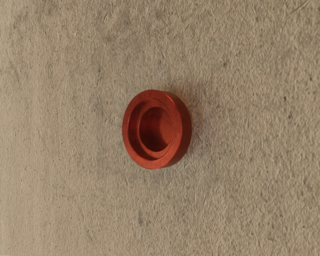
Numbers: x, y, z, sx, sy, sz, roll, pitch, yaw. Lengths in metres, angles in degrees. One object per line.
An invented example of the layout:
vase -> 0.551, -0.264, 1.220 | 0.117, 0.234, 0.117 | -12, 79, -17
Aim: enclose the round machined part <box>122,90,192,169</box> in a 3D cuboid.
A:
round machined part -> 0.000, 0.002, 0.395 | 0.098, 0.042, 0.097 | 0, 90, 40
